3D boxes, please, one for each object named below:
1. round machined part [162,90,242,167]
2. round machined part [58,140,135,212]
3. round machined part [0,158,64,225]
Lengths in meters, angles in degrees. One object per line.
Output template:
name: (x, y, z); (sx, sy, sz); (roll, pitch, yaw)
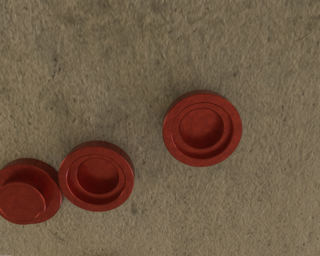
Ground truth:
round machined part: (0.052, -0.002, 0.401); (0.099, 0.042, 0.097); (0, 110, -1)
round machined part: (-0.083, 0.061, 0.422); (0.099, 0.042, 0.097); (0, 110, -1)
round machined part: (-0.188, 0.095, 0.433); (0.099, 0.042, 0.097); (0, 110, -1)
